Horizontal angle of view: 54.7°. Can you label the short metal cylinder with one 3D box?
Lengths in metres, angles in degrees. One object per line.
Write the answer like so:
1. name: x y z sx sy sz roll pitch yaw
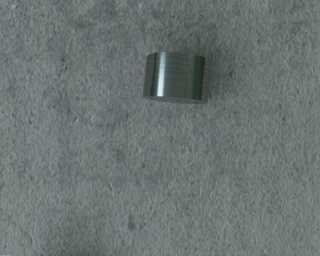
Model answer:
1. short metal cylinder: 0.021 -0.059 0.383 0.081 0.080 0.050 5 90 -1
